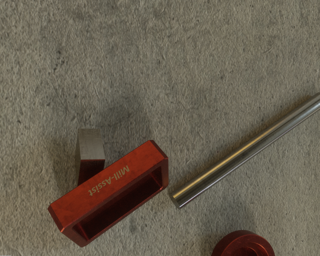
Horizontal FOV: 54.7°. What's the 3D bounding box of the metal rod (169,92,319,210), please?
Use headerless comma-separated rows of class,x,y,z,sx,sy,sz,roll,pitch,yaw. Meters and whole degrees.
metal rod,0.143,0.026,0.463,0.302,0.025,0.025,-31,101,-18

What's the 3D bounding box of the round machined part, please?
round machined part,0.113,0.195,0.444,0.099,0.042,0.097,0,90,-21

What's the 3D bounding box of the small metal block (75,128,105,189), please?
small metal block,-0.082,0.036,0.355,0.025,0.050,0.050,1,129,-20

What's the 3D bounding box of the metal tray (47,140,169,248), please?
metal tray,-0.051,0.077,0.357,0.131,0.090,0.030,-33,63,-17
